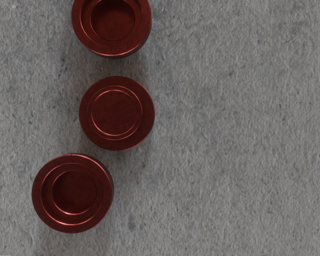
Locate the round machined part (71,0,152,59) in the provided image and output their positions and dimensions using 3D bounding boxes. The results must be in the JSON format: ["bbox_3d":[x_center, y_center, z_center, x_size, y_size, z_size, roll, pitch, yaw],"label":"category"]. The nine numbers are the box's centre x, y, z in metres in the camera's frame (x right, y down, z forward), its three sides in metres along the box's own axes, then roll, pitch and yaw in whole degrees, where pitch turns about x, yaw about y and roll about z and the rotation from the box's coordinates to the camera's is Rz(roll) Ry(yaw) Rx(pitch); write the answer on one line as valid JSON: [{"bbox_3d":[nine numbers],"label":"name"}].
[{"bbox_3d":[-0.060,-0.138,0.401,0.099,0.042,0.097,0,90,-1],"label":"round machined part"}]

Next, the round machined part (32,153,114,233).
[{"bbox_3d":[-0.108,0.081,0.400,0.099,0.042,0.097,0,90,-1],"label":"round machined part"}]

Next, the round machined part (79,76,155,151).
[{"bbox_3d":[-0.056,-0.019,0.401,0.099,0.042,0.097,0,90,-1],"label":"round machined part"}]
